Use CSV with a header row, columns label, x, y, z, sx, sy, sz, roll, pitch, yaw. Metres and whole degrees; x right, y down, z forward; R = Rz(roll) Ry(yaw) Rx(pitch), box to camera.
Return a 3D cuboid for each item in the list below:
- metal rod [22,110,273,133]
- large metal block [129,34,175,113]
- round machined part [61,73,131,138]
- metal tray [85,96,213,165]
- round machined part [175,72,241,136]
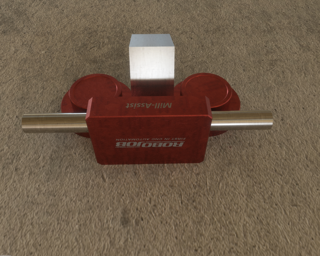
label,x,y,z,sx,sy,sz,roll,pitch,yaw
metal rod,-0.014,-0.008,0.385,0.302,0.025,0.025,-1,50,-1
large metal block,-0.010,-0.072,0.394,0.050,0.079,0.080,-1,27,-2
round machined part,-0.085,-0.037,0.421,0.099,0.042,0.098,0,50,0
metal tray,-0.012,0.005,0.358,0.131,0.089,0.030,-1,50,-1
round machined part,0.061,-0.039,0.426,0.099,0.042,0.098,0,50,0
